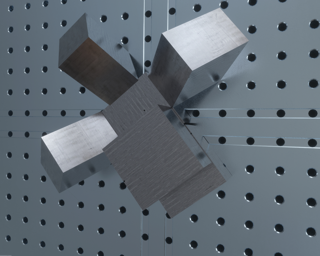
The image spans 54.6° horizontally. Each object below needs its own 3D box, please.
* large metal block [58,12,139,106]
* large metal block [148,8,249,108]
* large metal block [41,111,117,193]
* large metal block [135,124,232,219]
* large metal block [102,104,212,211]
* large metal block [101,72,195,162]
[{"bbox_3d":[-0.079,-0.088,0.395,0.050,0.080,0.080,-40,38,16],"label":"large metal block"},{"bbox_3d":[0.040,-0.077,0.353,0.080,0.080,0.050,-31,77,-23],"label":"large metal block"},{"bbox_3d":[-0.105,0.033,0.405,0.050,0.081,0.080,54,148,13],"label":"large metal block"},{"bbox_3d":[0.030,0.052,0.388,0.080,0.050,0.080,-38,77,15],"label":"large metal block"},{"bbox_3d":[-0.002,0.031,0.346,0.080,0.050,0.080,-39,79,15],"label":"large metal block"},{"bbox_3d":[-0.015,-0.013,0.405,0.080,0.050,0.080,-40,78,15],"label":"large metal block"}]
